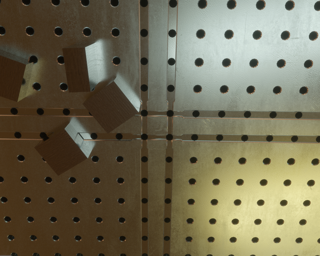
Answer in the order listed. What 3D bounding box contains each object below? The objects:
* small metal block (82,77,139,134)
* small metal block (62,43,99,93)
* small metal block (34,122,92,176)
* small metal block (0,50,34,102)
[{"bbox_3d":[-0.062,-0.029,0.402,0.050,0.025,0.050,-34,107,11],"label":"small metal block"},{"bbox_3d":[-0.094,-0.073,0.372,0.025,0.050,0.050,-2,110,1],"label":"small metal block"},{"bbox_3d":[-0.131,0.029,0.423,0.050,0.025,0.050,-30,107,10],"label":"small metal block"},{"bbox_3d":[-0.193,-0.067,0.387,0.050,0.025,0.050,20,109,-7],"label":"small metal block"}]
